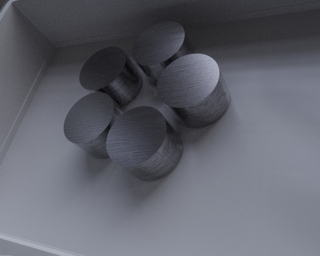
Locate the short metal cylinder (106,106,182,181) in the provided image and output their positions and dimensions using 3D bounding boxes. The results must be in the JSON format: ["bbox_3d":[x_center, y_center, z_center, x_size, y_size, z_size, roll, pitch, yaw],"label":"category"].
[{"bbox_3d":[-0.019,0.020,0.385,0.080,0.050,0.080,-13,56,21],"label":"short metal cylinder"}]

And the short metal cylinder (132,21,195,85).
[{"bbox_3d":[0.007,-0.107,0.449,0.080,0.050,0.080,-13,56,21],"label":"short metal cylinder"}]

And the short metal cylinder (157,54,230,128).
[{"bbox_3d":[0.043,-0.047,0.393,0.080,0.050,0.080,-13,56,21],"label":"short metal cylinder"}]

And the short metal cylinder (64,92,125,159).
[{"bbox_3d":[-0.086,-0.003,0.434,0.080,0.050,0.080,-13,56,21],"label":"short metal cylinder"}]

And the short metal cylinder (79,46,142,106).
[{"bbox_3d":[-0.074,-0.077,0.474,0.080,0.050,0.080,-13,56,21],"label":"short metal cylinder"}]
